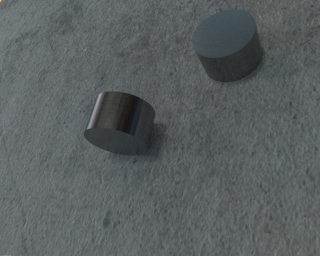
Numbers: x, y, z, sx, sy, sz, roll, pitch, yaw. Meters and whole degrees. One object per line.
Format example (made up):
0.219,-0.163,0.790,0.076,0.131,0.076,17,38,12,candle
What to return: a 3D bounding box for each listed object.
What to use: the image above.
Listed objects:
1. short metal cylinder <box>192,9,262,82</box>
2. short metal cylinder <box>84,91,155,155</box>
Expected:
0.089,-0.108,0.406,0.080,0.050,0.080,-13,56,20,short metal cylinder
-0.050,-0.004,0.396,0.080,0.080,0.050,-1,61,27,short metal cylinder
